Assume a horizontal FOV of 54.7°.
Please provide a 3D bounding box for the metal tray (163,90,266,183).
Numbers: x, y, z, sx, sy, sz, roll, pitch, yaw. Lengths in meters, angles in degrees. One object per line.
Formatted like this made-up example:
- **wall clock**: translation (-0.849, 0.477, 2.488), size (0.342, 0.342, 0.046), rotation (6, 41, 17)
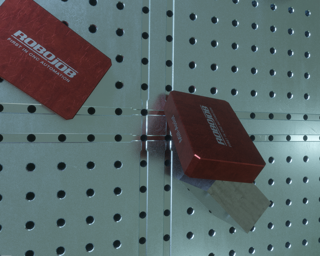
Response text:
- **metal tray**: translation (0.062, 0.007, 0.385), size (0.091, 0.130, 0.030), rotation (9, 126, -20)

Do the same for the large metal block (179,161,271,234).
- **large metal block**: translation (0.084, 0.084, 0.415), size (0.050, 0.080, 0.080), rotation (-47, 105, -14)

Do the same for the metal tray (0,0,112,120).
- **metal tray**: translation (-0.135, -0.080, 0.360), size (0.130, 0.030, 0.090), rotation (36, 78, -17)
